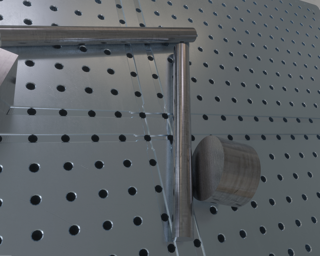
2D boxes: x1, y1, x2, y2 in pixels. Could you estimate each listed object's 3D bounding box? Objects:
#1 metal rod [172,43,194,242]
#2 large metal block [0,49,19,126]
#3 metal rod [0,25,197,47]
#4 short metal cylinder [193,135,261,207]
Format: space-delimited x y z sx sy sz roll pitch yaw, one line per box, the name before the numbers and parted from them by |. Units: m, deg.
metal rod | 0.030 -0.002 0.425 0.025 0.025 0.299 15 56 -20
large metal block | -0.190 -0.043 0.297 0.080 0.080 0.050 21 54 -16
metal rod | -0.069 -0.136 0.453 0.303 0.025 0.025 -12 68 -33
short metal cylinder | 0.077 0.053 0.382 0.050 0.080 0.080 15 56 -20
